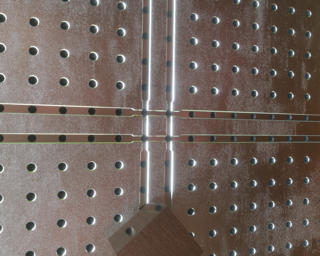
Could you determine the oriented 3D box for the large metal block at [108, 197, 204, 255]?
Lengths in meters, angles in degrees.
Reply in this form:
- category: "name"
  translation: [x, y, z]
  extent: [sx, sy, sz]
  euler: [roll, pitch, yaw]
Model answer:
- category: "large metal block"
  translation: [-0.006, 0.151, 0.397]
  extent: [0.080, 0.050, 0.080]
  euler: [-40, 103, -15]
